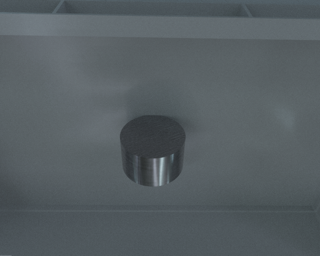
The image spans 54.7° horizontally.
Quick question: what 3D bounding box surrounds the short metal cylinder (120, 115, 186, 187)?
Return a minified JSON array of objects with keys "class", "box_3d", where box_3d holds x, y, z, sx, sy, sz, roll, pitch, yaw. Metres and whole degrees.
[{"class":"short metal cylinder","box_3d":[-0.009,0.028,0.396,0.081,0.080,0.050,1,130,-1]}]
